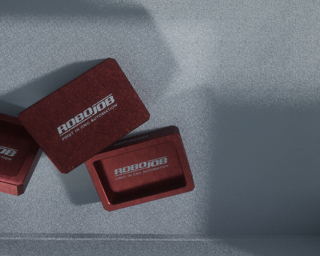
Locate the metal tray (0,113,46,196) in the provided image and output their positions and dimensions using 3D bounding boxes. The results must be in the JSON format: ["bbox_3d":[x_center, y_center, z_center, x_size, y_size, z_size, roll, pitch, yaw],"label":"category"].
[{"bbox_3d":[-0.217,0.022,0.378,0.131,0.090,0.030,17,140,-9],"label":"metal tray"}]

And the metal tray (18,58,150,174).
[{"bbox_3d":[-0.090,-0.016,0.383,0.130,0.030,0.090,-34,108,-6],"label":"metal tray"}]

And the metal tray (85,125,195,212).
[{"bbox_3d":[-0.026,0.057,0.429,0.131,0.030,0.090,-15,110,5],"label":"metal tray"}]
